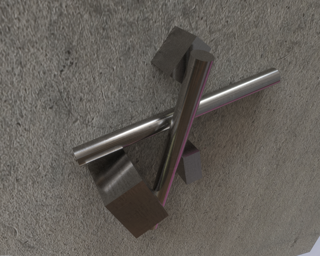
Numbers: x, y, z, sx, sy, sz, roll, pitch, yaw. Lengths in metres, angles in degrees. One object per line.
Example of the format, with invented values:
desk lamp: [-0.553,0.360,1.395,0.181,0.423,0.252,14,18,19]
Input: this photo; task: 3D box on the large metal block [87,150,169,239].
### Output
large metal block: [-0.042,0.080,0.400,0.050,0.080,0.080,-35,129,-6]

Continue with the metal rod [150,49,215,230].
metal rod: [0.014,0.040,0.403,0.025,0.025,0.298,-8,134,-25]

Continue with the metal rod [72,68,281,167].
metal rod: [0.033,-0.020,0.413,0.302,0.025,0.025,-23,127,-15]

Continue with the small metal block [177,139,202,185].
small metal block: [0.034,0.043,0.438,0.025,0.050,0.050,-22,127,-16]

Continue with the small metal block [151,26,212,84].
small metal block: [0.023,-0.083,0.353,0.025,0.050,0.050,27,103,-38]
